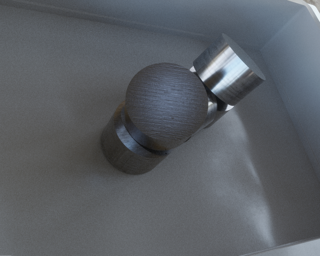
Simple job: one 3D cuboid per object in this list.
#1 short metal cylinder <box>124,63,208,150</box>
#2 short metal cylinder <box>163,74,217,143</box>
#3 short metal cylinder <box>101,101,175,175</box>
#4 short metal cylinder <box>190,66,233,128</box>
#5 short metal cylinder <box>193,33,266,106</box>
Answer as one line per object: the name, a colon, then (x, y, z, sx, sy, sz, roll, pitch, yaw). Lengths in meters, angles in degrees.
short metal cylinder: (0.004, -0.020, 0.321, 0.081, 0.050, 0.080, 2, 75, -8)
short metal cylinder: (0.026, -0.026, 0.400, 0.050, 0.080, 0.080, -34, 81, -38)
short metal cylinder: (-0.024, 0.009, 0.370, 0.081, 0.050, 0.080, 14, 56, -21)
short metal cylinder: (0.063, -0.046, 0.451, 0.081, 0.050, 0.080, 14, 56, -21)
short metal cylinder: (0.089, -0.075, 0.400, 0.080, 0.050, 0.080, 35, 29, -23)
